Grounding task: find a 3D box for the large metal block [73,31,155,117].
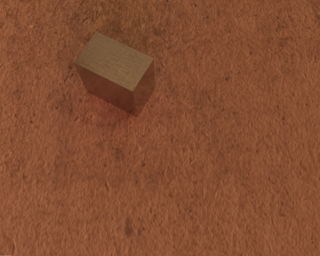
[{"bbox_3d":[-0.055,-0.066,0.403,0.080,0.080,0.050,27,72,9],"label":"large metal block"}]
